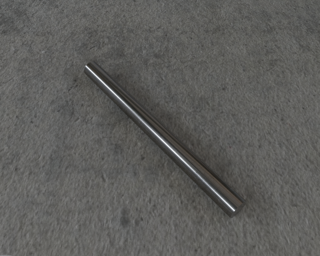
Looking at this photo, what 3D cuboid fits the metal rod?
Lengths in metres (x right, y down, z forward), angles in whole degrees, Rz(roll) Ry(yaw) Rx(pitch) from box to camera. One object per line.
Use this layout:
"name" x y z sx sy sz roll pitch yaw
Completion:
"metal rod" -0.011 -0.002 0.404 0.025 0.025 0.300 -32 57 -24
